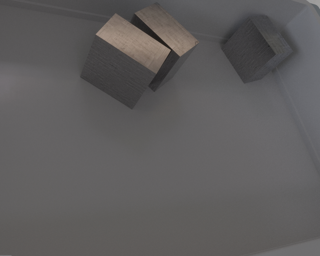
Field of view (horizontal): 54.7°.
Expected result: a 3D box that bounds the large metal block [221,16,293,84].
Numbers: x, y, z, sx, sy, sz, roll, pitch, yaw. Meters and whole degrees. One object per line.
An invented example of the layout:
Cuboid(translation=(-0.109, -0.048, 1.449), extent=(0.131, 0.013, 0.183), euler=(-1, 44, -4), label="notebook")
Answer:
Cuboid(translation=(0.168, -0.137, 0.544), extent=(0.050, 0.080, 0.080), euler=(-17, 71, -35), label="large metal block")

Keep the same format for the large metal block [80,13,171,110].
Cuboid(translation=(-0.046, -0.082, 0.396), extent=(0.080, 0.080, 0.050), euler=(32, 52, -8), label="large metal block")

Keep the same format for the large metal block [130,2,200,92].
Cuboid(translation=(-0.006, -0.112, 0.435), extent=(0.080, 0.080, 0.050), euler=(44, 51, 2), label="large metal block")
